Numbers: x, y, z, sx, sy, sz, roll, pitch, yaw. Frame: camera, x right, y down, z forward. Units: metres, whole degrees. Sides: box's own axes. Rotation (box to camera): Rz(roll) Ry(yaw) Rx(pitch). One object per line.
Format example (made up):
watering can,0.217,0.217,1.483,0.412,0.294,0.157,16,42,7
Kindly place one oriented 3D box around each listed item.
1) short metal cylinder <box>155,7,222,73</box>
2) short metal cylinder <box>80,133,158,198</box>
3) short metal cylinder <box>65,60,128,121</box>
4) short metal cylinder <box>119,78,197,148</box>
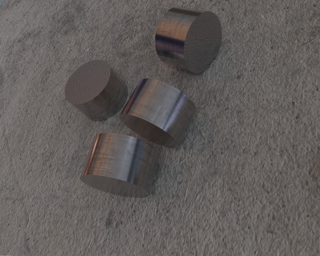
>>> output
short metal cylinder,0.040,-0.120,0.422,0.050,0.080,0.080,27,76,37
short metal cylinder,-0.047,0.046,0.365,0.080,0.080,0.050,-1,61,28
short metal cylinder,-0.096,-0.057,0.474,0.080,0.050,0.080,-13,56,21
short metal cylinder,-0.002,-0.017,0.380,0.080,0.080,0.050,16,71,34
